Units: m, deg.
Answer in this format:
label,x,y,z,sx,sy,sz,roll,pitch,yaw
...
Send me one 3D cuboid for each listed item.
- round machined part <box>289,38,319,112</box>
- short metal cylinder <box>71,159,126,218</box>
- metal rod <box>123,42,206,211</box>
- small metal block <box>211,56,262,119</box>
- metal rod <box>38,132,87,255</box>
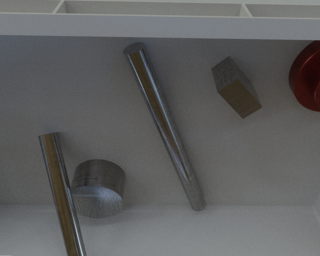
label,x,y,z,sx,sy,sz,roll,pitch,yaw
round machined part,0.204,-0.056,0.353,0.099,0.042,0.097,-1,130,0
short metal cylinder,-0.094,0.093,0.471,0.081,0.050,0.079,-1,130,0
metal rod,0.018,0.021,0.427,0.025,0.025,0.299,-14,129,11
small metal block,0.087,-0.047,0.354,0.025,0.050,0.050,-35,122,25
metal rod,-0.121,0.153,0.430,0.025,0.025,0.298,-11,95,8
